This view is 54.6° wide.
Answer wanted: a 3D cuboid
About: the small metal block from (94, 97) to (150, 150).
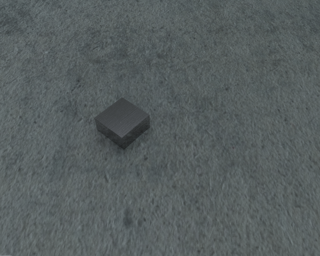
[{"bbox_3d":[-0.049,-0.007,0.409,0.050,0.025,0.050,33,57,25],"label":"small metal block"}]
